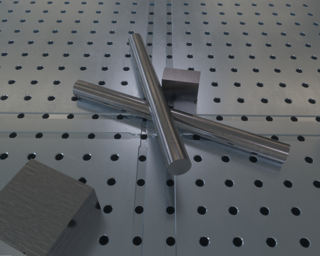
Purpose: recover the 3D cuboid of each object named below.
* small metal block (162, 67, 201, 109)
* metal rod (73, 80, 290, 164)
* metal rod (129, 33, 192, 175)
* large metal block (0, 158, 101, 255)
[{"bbox_3d":[0.029,-0.056,0.438,0.050,0.050,0.025,7,51,6],"label":"small metal block"},{"bbox_3d":[0.018,-0.013,0.418,0.301,0.025,0.025,18,52,14],"label":"metal rod"},{"bbox_3d":[-0.011,-0.056,0.425,0.025,0.025,0.300,-9,42,-8],"label":"metal rod"},{"bbox_3d":[-0.120,0.089,0.315,0.080,0.050,0.080,21,53,17],"label":"large metal block"}]
